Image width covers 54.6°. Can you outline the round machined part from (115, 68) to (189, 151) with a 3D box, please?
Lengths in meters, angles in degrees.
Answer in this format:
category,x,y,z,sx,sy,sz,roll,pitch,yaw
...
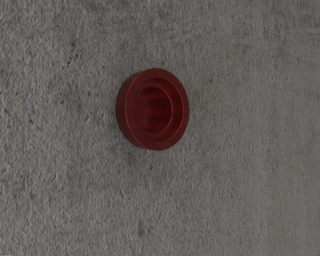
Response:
category,x,y,z,sx,sy,sz,roll,pitch,yaw
round machined part,-0.013,-0.022,0.382,0.099,0.042,0.097,0,90,-40
